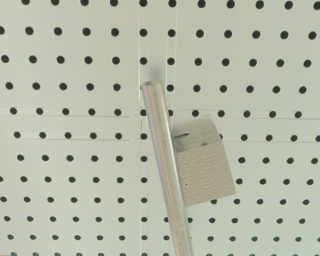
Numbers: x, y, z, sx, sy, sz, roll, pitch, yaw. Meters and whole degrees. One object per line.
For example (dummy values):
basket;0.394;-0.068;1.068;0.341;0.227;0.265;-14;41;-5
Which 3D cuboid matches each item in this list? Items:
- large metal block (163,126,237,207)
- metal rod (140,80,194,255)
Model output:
large metal block;0.050;0.053;0.420;0.080;0.050;0.080;-17;109;6
metal rod;0.017;0.088;0.392;0.025;0.025;0.298;-10;110;3
